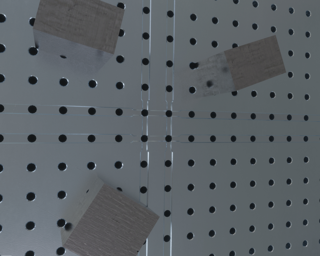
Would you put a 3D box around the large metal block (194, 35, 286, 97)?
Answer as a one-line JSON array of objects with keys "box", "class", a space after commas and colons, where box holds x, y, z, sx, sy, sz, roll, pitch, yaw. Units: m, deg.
[{"box": [0.106, -0.082, 0.422, 0.081, 0.080, 0.050, -21, 97, -19], "class": "large metal block"}]

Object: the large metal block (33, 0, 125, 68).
[{"box": [-0.093, -0.110, 0.349, 0.081, 0.080, 0.050, 14, 86, -20], "class": "large metal block"}]

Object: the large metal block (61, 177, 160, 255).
[{"box": [-0.061, 0.117, 0.377, 0.080, 0.050, 0.080, 36, 79, -17], "class": "large metal block"}]
